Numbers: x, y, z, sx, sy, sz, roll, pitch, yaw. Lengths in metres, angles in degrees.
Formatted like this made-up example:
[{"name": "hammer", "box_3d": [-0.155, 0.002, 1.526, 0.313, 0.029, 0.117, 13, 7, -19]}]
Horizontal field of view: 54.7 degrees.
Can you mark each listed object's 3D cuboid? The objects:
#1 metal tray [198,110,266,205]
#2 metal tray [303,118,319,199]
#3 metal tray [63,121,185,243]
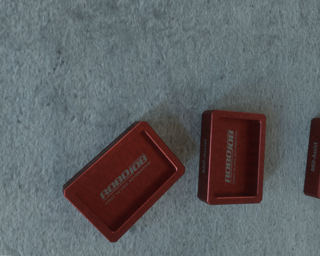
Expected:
[{"name": "metal tray", "box_3d": [0.104, 0.042, 0.446, 0.091, 0.030, 0.129, 3, 89, -20]}, {"name": "metal tray", "box_3d": [0.292, 0.053, 0.517, 0.091, 0.030, 0.129, 8, 87, -20]}, {"name": "metal tray", "box_3d": [-0.043, 0.064, 0.391, 0.130, 0.030, 0.090, -43, 104, -15]}]
